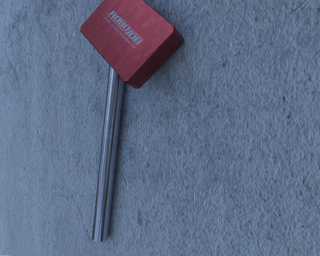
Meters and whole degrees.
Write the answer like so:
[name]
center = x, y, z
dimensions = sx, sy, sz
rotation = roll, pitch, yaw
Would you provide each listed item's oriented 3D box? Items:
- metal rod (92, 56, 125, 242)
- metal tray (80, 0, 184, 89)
[metal rod]
center = -0.076, 0.024, 0.467
dimensions = 0.025, 0.025, 0.298
rotation = 11, 97, 39
[metal tray]
center = -0.042, -0.126, 0.418
dimensions = 0.090, 0.030, 0.130
rotation = -45, 61, 9
